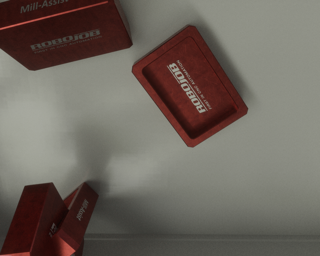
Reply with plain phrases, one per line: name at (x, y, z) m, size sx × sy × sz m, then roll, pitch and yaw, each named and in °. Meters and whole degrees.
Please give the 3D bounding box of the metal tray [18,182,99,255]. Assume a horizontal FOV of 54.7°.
metal tray at (-0.131, 0.132, 0.398) m, size 0.090 × 0.130 × 0.030 m, roll -41°, pitch 101°, yaw 8°

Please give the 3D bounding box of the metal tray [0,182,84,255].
metal tray at (-0.126, 0.137, 0.354) m, size 0.030 × 0.090 × 0.129 m, roll -7°, pitch 131°, yaw 3°

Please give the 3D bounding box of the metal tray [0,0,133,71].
metal tray at (-0.103, -0.107, 0.335) m, size 0.131 × 0.090 × 0.030 m, roll -13°, pitch 76°, yaw 4°

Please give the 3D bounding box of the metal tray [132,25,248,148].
metal tray at (0.038, -0.050, 0.390) m, size 0.090 × 0.030 × 0.130 m, roll -34°, pitch 107°, yaw 11°
